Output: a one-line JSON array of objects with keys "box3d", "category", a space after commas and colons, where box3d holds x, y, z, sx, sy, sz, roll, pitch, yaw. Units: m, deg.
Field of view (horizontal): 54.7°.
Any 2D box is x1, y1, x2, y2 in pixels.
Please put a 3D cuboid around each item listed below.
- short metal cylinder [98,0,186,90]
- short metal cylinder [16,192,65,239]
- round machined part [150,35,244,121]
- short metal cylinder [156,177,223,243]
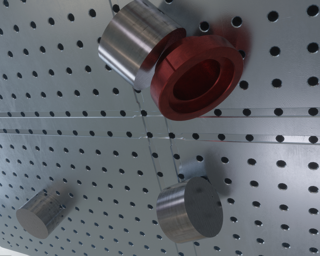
[{"box3d": [-0.018, -0.087, 0.327, 0.050, 0.080, 0.079, 42, 130, 10], "category": "short metal cylinder"}, {"box3d": [-0.244, 0.179, 0.635, 0.080, 0.050, 0.079, 13, 124, 21], "category": "short metal cylinder"}, {"box3d": [0.034, -0.056, 0.324, 0.042, 0.099, 0.097, 59, 137, 32], "category": "round machined part"}, {"box3d": [0.041, 0.112, 0.423, 0.050, 0.080, 0.080, -29, 103, 37], "category": "short metal cylinder"}]
